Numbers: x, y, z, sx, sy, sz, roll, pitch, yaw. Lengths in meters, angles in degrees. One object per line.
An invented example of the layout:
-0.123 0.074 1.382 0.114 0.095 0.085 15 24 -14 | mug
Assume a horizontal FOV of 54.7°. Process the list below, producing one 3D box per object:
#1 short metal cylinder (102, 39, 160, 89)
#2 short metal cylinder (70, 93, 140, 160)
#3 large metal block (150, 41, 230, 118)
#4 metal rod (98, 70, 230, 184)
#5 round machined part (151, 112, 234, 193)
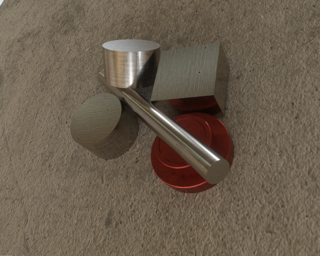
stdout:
-0.040 -0.094 0.444 0.081 0.050 0.080 1 27 0 | short metal cylinder
-0.076 -0.002 0.431 0.080 0.050 0.080 -13 56 21 | short metal cylinder
0.042 -0.058 0.401 0.080 0.050 0.080 -3 60 26 | large metal block
-0.019 -0.023 0.386 0.025 0.025 0.300 -45 38 -3 | metal rod
0.033 0.023 0.362 0.098 0.042 0.098 -13 56 21 | round machined part
